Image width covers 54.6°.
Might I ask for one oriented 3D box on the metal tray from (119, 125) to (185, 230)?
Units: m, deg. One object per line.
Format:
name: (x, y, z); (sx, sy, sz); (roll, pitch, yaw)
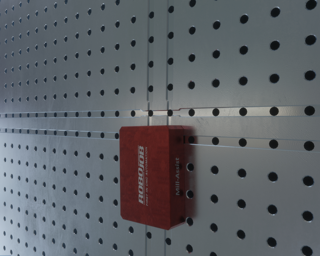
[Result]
metal tray: (-0.013, 0.062, 0.418); (0.090, 0.030, 0.129); (-1, 89, 40)
